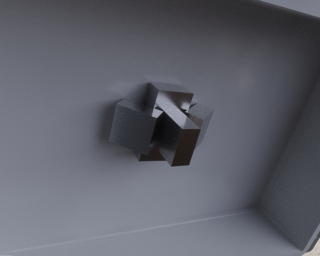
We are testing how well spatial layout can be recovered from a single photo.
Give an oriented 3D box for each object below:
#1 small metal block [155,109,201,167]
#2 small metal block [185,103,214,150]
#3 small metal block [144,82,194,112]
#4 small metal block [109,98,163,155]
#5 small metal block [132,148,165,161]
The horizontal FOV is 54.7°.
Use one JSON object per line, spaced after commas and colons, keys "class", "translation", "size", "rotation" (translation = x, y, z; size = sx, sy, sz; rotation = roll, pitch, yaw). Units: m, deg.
{"class": "small metal block", "translation": [0.019, 0.011, 0.374], "size": [0.025, 0.050, 0.050], "rotation": [0, 118, -29]}
{"class": "small metal block", "translation": [0.046, -0.001, 0.415], "size": [0.050, 0.025, 0.050], "rotation": [-35, 145, -60]}
{"class": "small metal block", "translation": [0.009, -0.028, 0.393], "size": [0.050, 0.025, 0.050], "rotation": [2, 118, -30]}
{"class": "small metal block", "translation": [-0.029, -0.002, 0.372], "size": [0.050, 0.025, 0.050], "rotation": [20, 115, 10]}
{"class": "small metal block", "translation": [-0.004, 0.016, 0.414], "size": [0.050, 0.025, 0.050], "rotation": [3, 117, -29]}
